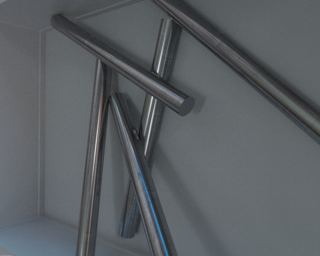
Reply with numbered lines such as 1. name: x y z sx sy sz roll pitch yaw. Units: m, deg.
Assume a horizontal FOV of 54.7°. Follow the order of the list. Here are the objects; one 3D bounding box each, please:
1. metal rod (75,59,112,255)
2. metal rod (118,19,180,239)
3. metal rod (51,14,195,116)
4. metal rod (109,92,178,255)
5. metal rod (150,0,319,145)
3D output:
1. metal rod: -0.090 0.025 0.439 0.025 0.025 0.299 -8 72 39
2. metal rod: -0.017 0.008 0.418 0.025 0.025 0.298 20 102 38
3. metal rod: -0.069 -0.100 0.428 0.300 0.025 0.025 37 113 33
4. metal rod: -0.020 0.064 0.360 0.025 0.025 0.300 -49 44 29
5. metal rod: 0.084 -0.072 0.327 0.300 0.025 0.025 49 119 25
